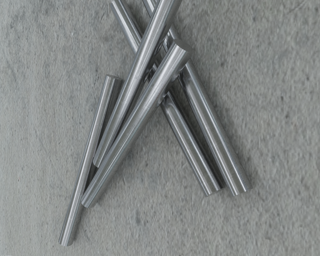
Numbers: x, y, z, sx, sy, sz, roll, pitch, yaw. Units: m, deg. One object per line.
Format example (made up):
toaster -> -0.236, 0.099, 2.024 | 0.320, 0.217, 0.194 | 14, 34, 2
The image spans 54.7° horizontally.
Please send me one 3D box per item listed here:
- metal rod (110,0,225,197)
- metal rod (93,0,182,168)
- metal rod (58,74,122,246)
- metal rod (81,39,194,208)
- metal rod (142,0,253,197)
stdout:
metal rod -> 0.001, -0.053, 0.402 | 0.025, 0.025, 0.299 | -39, 66, 33
metal rod -> -0.033, -0.058, 0.399 | 0.025, 0.025, 0.298 | 48, 128, 29
metal rod -> -0.115, 0.060, 0.497 | 0.025, 0.025, 0.298 | 30, 109, 35
metal rod -> -0.044, 0.014, 0.416 | 0.025, 0.025, 0.298 | 53, 127, 26
metal rod -> 0.034, -0.063, 0.375 | 0.025, 0.025, 0.299 | -34, 69, 34
